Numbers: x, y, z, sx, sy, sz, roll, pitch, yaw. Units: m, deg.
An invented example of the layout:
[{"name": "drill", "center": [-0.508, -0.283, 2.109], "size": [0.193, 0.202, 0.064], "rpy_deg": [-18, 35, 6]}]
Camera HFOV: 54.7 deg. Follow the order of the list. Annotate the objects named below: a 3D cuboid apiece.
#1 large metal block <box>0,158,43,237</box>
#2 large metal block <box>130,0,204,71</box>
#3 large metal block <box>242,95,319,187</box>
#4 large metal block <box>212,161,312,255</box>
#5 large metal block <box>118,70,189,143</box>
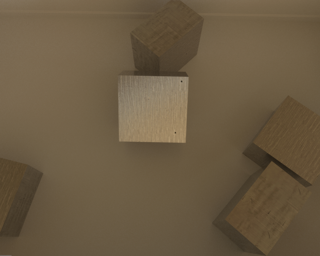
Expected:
[{"name": "large metal block", "center": [-0.199, 0.077, 0.366], "size": [0.080, 0.050, 0.080], "rpy_deg": [13, 71, 4]}, {"name": "large metal block", "center": [0.009, -0.114, 0.422], "size": [0.050, 0.080, 0.080], "rpy_deg": [43, 75, 14]}, {"name": "large metal block", "center": [0.166, 0.020, 0.391], "size": [0.080, 0.050, 0.080], "rpy_deg": [37, 74, 12]}, {"name": "large metal block", "center": [0.110, 0.092, 0.348], "size": [0.050, 0.080, 0.080], "rpy_deg": [40, 75, 13]}, {"name": "large metal block", "center": [-0.008, -0.028, 0.387], "size": [0.081, 0.050, 0.079], "rpy_deg": [1, 107, 0]}]
